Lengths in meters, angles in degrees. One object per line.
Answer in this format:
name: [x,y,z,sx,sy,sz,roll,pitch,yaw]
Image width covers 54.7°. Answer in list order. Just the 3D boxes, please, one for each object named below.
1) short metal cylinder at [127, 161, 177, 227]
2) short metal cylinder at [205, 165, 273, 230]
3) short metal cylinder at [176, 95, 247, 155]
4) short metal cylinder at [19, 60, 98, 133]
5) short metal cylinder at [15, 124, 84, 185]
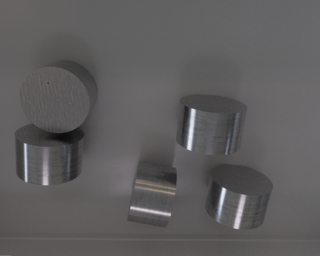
short metal cylinder: [-0.011,0.088,0.414,0.050,0.080,0.079,11,110,-4]
short metal cylinder: [0.104,0.090,0.416,0.081,0.080,0.050,6,110,-2]
short metal cylinder: [0.062,-0.007,0.380,0.081,0.080,0.050,4,110,-2]
short metal cylinder: [-0.122,-0.040,0.382,0.081,0.050,0.079,0,110,0]
short metal cylinder: [-0.138,0.030,0.392,0.081,0.080,0.050,7,110,-3]
